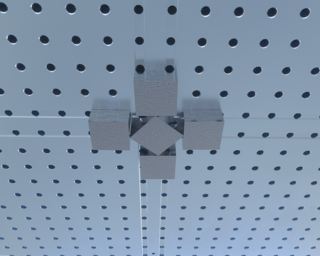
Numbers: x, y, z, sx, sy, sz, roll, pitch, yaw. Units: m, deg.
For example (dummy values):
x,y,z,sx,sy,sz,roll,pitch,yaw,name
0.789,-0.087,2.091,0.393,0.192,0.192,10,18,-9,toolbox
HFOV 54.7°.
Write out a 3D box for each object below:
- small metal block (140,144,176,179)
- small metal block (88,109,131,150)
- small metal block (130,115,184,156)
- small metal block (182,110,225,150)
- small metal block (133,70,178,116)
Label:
x,y,z,sx,sy,sz,roll,pitch,yaw,name
-0.003,0.049,0.453,0.050,0.025,0.050,0,130,-1,small metal block
-0.065,0.003,0.413,0.050,0.025,0.050,1,130,-2,small metal block
-0.004,0.004,0.414,0.050,0.025,0.050,35,122,-26,small metal block
0.056,0.003,0.415,0.050,0.025,0.050,0,130,0,small metal block
-0.005,-0.042,0.376,0.050,0.025,0.050,-1,130,0,small metal block
